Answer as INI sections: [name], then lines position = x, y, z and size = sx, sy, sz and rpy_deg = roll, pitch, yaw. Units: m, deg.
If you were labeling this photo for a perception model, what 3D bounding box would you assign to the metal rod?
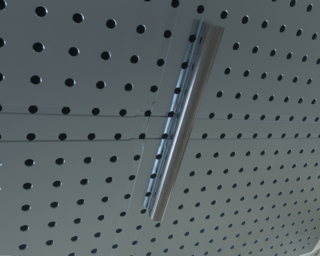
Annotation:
[metal rod]
position = 0.030, 0.008, 0.431
size = 0.025, 0.025, 0.298
rpy_deg = 1, 118, -29
